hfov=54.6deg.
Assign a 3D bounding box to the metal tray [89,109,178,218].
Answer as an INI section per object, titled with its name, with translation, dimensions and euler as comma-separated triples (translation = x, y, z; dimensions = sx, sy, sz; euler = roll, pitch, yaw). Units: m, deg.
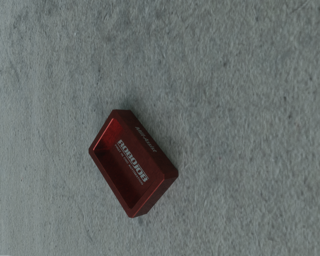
[metal tray]
translation = -0.043, 0.047, 0.438
dimensions = 0.130, 0.030, 0.090
euler = 51, 120, 28
